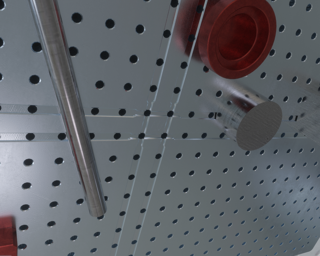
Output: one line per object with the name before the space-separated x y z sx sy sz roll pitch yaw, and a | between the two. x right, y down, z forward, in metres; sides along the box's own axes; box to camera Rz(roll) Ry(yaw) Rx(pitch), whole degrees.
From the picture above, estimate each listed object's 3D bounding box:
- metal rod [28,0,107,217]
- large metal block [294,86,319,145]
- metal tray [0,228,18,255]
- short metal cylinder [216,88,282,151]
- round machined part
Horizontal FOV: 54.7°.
metal rod | -0.097 -0.008 0.352 0.025 0.025 0.298 -18 126 -18
large metal block | 0.284 -0.017 0.520 0.050 0.080 0.079 -13 124 -21
metal tray | -0.249 0.176 0.381 0.131 0.030 0.089 -1 119 -28
short metal cylinder | 0.131 -0.013 0.458 0.081 0.050 0.079 -14 124 -21
round machined part | 0.089 -0.113 0.379 0.099 0.042 0.097 -14 124 -21
